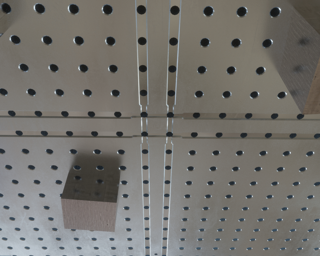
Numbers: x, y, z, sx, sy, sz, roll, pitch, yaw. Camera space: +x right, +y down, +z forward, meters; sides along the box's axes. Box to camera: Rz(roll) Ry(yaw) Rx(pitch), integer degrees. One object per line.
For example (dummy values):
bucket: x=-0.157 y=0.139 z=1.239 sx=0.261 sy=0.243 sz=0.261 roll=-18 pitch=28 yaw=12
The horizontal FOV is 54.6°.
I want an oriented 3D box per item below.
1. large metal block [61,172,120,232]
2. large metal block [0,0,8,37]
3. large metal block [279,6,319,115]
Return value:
large metal block: x=-0.109 y=0.120 z=0.496 sx=0.080 sy=0.050 sz=0.079 roll=6 pitch=130 yaw=-5
large metal block: x=-0.196 y=-0.127 z=0.286 sx=0.080 sy=0.050 sz=0.079 roll=8 pitch=130 yaw=-7
large metal block: x=0.166 y=-0.071 z=0.317 sx=0.050 sy=0.080 sz=0.080 roll=-2 pitch=130 yaw=2
